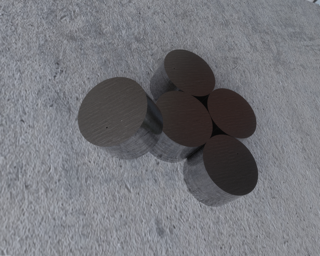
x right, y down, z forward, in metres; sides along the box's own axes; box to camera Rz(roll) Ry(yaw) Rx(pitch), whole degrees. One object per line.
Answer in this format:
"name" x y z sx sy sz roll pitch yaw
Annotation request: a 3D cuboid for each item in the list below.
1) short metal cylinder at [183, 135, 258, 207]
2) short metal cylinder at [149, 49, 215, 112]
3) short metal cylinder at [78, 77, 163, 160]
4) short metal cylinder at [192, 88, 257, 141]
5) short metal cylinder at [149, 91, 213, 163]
"short metal cylinder" 0.077 0.055 0.397 0.081 0.050 0.080 14 56 -21
"short metal cylinder" 0.032 -0.066 0.446 0.081 0.050 0.080 14 56 -21
"short metal cylinder" -0.043 -0.010 0.346 0.080 0.050 0.080 -7 67 17
"short metal cylinder" 0.089 -0.010 0.443 0.081 0.050 0.080 14 56 -21
"short metal cylinder" 0.020 -0.001 0.400 0.081 0.050 0.080 14 56 -21
